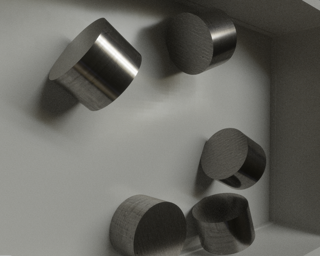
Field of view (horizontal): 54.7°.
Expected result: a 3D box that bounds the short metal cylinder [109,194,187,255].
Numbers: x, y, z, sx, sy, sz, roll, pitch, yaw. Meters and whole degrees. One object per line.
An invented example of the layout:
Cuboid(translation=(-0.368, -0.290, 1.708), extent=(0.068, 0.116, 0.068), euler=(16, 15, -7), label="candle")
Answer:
Cuboid(translation=(-0.014, 0.126, 0.379), extent=(0.081, 0.050, 0.080), euler=(0, 90, -40), label="short metal cylinder")

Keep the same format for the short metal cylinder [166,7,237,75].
Cuboid(translation=(0.054, -0.117, 0.416), extent=(0.050, 0.080, 0.080), euler=(-28, 108, -37), label="short metal cylinder")

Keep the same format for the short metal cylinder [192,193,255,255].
Cuboid(translation=(0.092, 0.136, 0.448), extent=(0.081, 0.080, 0.050), euler=(-25, 106, -37), label="short metal cylinder")

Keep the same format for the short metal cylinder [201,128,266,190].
Cuboid(translation=(0.109, 0.046, 0.462), extent=(0.050, 0.080, 0.080), euler=(31, 71, -36), label="short metal cylinder")

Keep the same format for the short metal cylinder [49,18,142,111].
Cuboid(translation=(-0.065, -0.064, 0.316), extent=(0.050, 0.080, 0.080), euler=(42, 65, -32), label="short metal cylinder")
